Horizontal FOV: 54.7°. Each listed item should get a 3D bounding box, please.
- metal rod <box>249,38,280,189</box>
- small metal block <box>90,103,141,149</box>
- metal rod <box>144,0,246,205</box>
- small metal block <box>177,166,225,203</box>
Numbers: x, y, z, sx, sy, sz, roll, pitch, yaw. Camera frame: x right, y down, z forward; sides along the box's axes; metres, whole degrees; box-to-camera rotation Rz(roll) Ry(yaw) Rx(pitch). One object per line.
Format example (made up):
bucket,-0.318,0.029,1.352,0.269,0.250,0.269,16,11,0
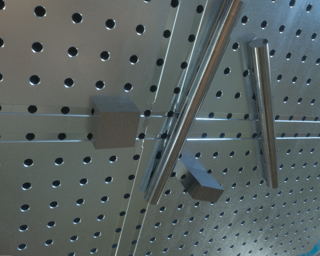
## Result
metal rod,0.174,-0.003,0.503,0.025,0.025,0.299,-29,128,-10
small metal block,-0.055,-0.003,0.379,0.050,0.025,0.050,-2,119,-28
metal rod,0.039,-0.022,0.418,0.025,0.025,0.298,8,115,-32
small metal block,0.064,0.088,0.484,0.050,0.050,0.025,18,109,-35
